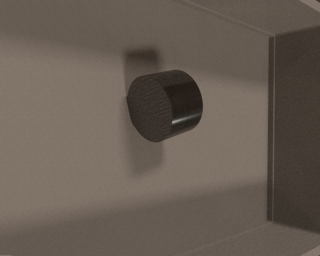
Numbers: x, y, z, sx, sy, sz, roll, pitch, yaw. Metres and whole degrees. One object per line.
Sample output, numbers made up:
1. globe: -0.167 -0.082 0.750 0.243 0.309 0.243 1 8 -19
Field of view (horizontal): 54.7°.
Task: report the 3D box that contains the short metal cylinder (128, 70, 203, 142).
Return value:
1. short metal cylinder: 0.005 -0.028 0.377 0.050 0.080 0.079 -19 102 -39
